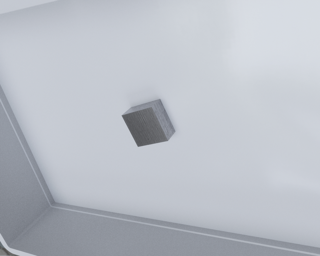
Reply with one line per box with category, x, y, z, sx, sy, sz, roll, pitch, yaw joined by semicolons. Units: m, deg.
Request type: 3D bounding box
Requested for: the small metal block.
small metal block;-0.015;-0.006;0.414;0.050;0.025;0.050;-13;112;33
